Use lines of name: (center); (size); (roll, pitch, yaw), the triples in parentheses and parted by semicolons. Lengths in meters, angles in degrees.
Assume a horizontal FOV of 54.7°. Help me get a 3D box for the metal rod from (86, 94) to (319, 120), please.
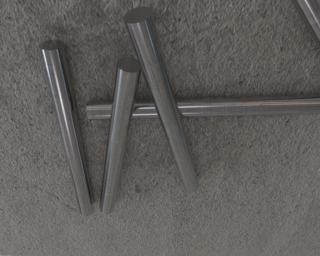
metal rod: (0.062, -0.026, 0.385); (0.302, 0.025, 0.025); (-2, 130, 1)

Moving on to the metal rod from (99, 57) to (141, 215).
metal rod: (-0.060, 0.036, 0.412); (0.025, 0.025, 0.298); (9, 137, -8)

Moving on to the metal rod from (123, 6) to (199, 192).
metal rod: (0.015, -0.003, 0.372); (0.025, 0.025, 0.299); (-10, 140, 8)

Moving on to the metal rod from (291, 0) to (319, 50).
metal rod: (0.166, -0.106, 0.318); (0.025, 0.025, 0.301); (-34, 123, 25)

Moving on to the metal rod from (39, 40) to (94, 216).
metal rod: (-0.120, 0.025, 0.426); (0.025, 0.025, 0.298); (1, 130, -1)
